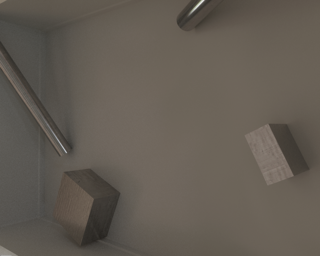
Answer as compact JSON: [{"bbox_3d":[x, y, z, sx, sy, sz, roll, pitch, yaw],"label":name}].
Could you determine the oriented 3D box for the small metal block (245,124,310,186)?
[{"bbox_3d":[0.113,0.024,0.297,0.025,0.050,0.050,-32,70,35],"label":"small metal block"}]

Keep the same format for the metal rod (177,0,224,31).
[{"bbox_3d":[0.087,-0.153,0.245,0.299,0.025,0.025,159,105,-67],"label":"metal rod"}]

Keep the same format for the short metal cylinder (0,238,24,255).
[{"bbox_3d":[-0.322,0.262,0.635,0.080,0.081,0.050,-9,84,39],"label":"short metal cylinder"}]

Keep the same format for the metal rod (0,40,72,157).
[{"bbox_3d":[-0.241,-0.083,0.517,0.025,0.025,0.299,-24,102,37],"label":"metal rod"}]

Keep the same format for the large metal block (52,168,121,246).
[{"bbox_3d":[-0.117,0.120,0.484,0.080,0.050,0.079,29,108,36],"label":"large metal block"}]
